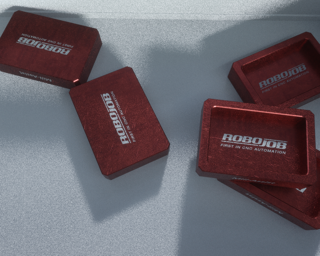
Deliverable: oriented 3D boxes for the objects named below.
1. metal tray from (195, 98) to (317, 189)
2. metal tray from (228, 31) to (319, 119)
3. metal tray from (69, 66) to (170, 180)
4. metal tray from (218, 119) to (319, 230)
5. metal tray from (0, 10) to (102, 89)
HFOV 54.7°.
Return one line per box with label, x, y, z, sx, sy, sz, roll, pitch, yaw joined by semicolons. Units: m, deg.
metal tray;0.112;0.018;0.368;0.131;0.030;0.090;7;70;2
metal tray;0.174;-0.071;0.433;0.131;0.030;0.090;-24;72;-9
metal tray;-0.054;-0.009;0.410;0.091;0.030;0.130;-24;72;-9
metal tray;0.149;0.055;0.387;0.130;0.030;0.090;29;72;10
metal tray;-0.161;-0.112;0.447;0.131;0.030;0.090;15;71;5
